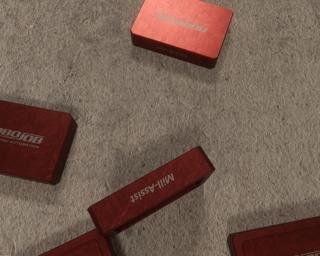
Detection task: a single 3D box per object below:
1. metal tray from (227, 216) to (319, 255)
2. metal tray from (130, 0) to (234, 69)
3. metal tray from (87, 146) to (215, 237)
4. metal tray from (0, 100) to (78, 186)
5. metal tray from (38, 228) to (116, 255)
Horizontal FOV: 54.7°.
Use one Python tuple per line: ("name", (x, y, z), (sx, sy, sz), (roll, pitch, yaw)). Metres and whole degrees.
("metal tray", (0.152, 0.154, 0.350), (0.131, 0.030, 0.090), (-10, 70, -4))
("metal tray", (0.033, -0.149, 0.460), (0.131, 0.030, 0.090), (19, 71, 6))
("metal tray", (-0.007, 0.074, 0.346), (0.131, 0.090, 0.030), (-28, 73, -10))
("metal tray", (-0.184, 0.016, 0.397), (0.131, 0.030, 0.090), (11, 70, 3))
("metal tray", (-0.107, 0.179, 0.338), (0.131, 0.030, 0.090), (-24, 72, -9))
